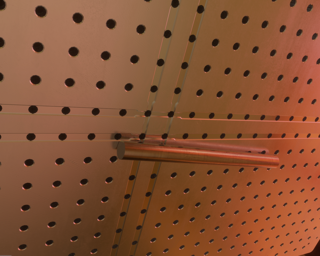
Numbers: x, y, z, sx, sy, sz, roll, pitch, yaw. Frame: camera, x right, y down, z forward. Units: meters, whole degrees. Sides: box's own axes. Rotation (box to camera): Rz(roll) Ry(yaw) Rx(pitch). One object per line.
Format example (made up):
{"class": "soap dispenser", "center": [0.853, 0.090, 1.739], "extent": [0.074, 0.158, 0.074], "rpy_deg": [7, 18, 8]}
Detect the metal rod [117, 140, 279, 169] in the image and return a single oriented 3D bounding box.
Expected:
{"class": "metal rod", "center": [0.077, 0.045, 0.479], "extent": [0.302, 0.025, 0.025], "rpy_deg": [7, 115, -32]}
